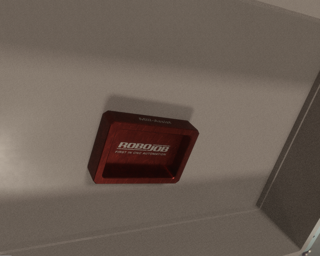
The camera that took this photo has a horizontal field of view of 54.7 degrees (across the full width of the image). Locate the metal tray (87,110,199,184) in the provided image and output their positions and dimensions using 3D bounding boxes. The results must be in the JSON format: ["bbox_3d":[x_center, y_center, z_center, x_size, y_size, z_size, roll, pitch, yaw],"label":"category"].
[{"bbox_3d":[-0.021,0.030,0.413,0.131,0.030,0.089,6,115,-32],"label":"metal tray"}]
